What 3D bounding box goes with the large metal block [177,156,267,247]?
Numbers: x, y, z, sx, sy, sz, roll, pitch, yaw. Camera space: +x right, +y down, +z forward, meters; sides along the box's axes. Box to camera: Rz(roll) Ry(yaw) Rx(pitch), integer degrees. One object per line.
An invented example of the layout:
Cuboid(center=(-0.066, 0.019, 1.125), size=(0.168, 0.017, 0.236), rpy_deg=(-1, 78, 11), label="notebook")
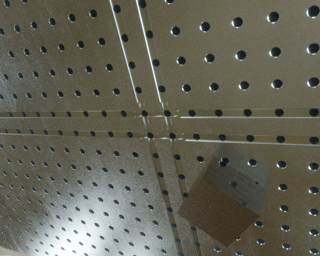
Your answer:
Cuboid(center=(0.081, 0.099, 0.414), size=(0.080, 0.050, 0.080), rpy_deg=(32, 129, 7), label="large metal block")
